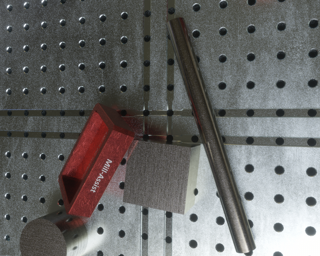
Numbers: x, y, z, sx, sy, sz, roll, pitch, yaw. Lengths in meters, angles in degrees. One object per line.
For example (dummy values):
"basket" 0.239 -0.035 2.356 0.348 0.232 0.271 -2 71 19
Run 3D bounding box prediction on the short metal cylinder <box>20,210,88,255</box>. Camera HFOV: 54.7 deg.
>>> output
"short metal cylinder" -0.155 0.166 0.454 0.080 0.050 0.079 0 90 20

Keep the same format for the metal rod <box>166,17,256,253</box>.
"metal rod" 0.062 0.004 0.390 0.025 0.025 0.299 -18 84 19

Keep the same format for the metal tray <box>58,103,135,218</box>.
"metal tray" -0.090 0.041 0.414 0.129 0.030 0.090 -61 33 10

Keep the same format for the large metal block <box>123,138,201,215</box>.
"large metal block" 0.003 0.058 0.398 0.080 0.050 0.079 7 92 19
